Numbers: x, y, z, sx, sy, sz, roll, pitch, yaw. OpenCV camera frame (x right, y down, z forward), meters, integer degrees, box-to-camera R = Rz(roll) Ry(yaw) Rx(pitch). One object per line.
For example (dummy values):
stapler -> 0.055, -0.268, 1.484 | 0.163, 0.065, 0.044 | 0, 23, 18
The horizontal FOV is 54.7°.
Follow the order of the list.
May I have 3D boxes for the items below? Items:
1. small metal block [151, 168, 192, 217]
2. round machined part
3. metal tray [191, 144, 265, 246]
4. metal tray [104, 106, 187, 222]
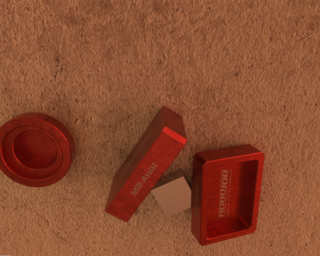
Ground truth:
small metal block -> 0.021, 0.093, 0.444 | 0.050, 0.025, 0.050 | -26, 108, 9
round machined part -> -0.161, 0.025, 0.408 | 0.099, 0.042, 0.097 | 0, 110, 0
metal tray -> 0.091, 0.092, 0.427 | 0.091, 0.030, 0.129 | -7, 111, -17
metal tray -> -0.018, 0.042, 0.390 | 0.030, 0.090, 0.129 | 32, 107, -11
